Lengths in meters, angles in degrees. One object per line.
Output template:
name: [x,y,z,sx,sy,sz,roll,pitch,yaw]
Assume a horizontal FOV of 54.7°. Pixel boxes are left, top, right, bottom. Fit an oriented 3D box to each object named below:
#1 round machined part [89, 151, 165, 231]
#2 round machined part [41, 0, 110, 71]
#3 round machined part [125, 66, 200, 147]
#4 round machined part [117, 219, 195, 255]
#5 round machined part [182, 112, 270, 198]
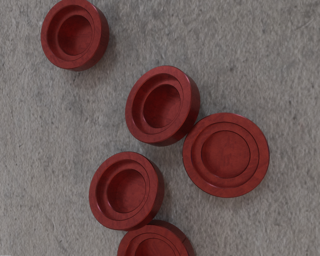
round machined part: [-0.039,0.083,0.401,0.098,0.042,0.098,-9,65,21]
round machined part: [-0.115,-0.128,0.439,0.098,0.042,0.097,0,90,19]
round machined part: [0.007,-0.024,0.385,0.098,0.042,0.098,-12,68,33]
round machined part: [-0.002,0.167,0.400,0.098,0.042,0.097,0,90,19]
round machined part: [0.080,0.031,0.372,0.098,0.042,0.097,0,90,19]
